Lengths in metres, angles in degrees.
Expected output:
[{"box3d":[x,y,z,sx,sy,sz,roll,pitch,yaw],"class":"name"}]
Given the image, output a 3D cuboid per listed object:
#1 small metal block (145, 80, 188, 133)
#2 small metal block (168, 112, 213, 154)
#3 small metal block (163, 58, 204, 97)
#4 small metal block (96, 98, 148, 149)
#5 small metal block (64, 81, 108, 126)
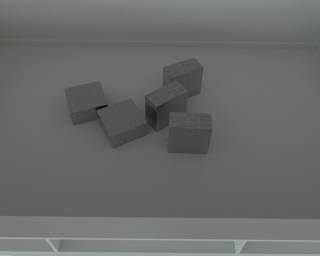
[{"box3d":[0.008,-0.029,0.413,0.050,0.050,0.025,-29,56,-22],"class":"small metal block"},{"box3d":[0.036,0.007,0.383,0.050,0.050,0.025,2,50,1],"class":"small metal block"},{"box3d":[0.032,-0.068,0.446,0.050,0.050,0.025,-20,53,-17],"class":"small metal block"},{"box3d":[-0.050,-0.007,0.410,0.050,0.025,0.050,-22,54,-18],"class":"small metal block"},{"box3d":[-0.102,-0.035,0.433,0.050,0.025,0.050,-15,52,-13],"class":"small metal block"}]
